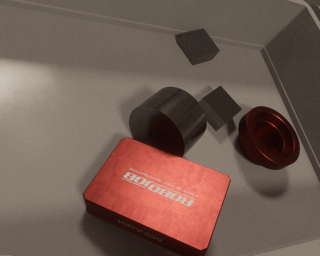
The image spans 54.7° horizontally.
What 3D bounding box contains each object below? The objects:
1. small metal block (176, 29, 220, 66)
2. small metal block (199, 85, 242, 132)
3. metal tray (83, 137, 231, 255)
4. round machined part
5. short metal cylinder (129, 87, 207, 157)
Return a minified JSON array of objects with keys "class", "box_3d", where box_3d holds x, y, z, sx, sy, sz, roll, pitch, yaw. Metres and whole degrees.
[{"class":"small metal block","box_3d":[0.065,-0.138,0.527,0.050,0.025,0.050,-23,75,-36]},{"class":"small metal block","box_3d":[0.089,-0.031,0.475,0.050,0.025,0.050,50,51,6]},{"class":"metal tray","box_3d":[-0.001,0.070,0.328,0.130,0.030,0.090,20,49,13]},{"class":"round machined part","box_3d":[0.159,0.019,0.472,0.099,0.042,0.098,14,56,-21]},{"class":"short metal cylinder","box_3d":[0.009,-0.004,0.379,0.080,0.080,0.050,46,51,3]}]
